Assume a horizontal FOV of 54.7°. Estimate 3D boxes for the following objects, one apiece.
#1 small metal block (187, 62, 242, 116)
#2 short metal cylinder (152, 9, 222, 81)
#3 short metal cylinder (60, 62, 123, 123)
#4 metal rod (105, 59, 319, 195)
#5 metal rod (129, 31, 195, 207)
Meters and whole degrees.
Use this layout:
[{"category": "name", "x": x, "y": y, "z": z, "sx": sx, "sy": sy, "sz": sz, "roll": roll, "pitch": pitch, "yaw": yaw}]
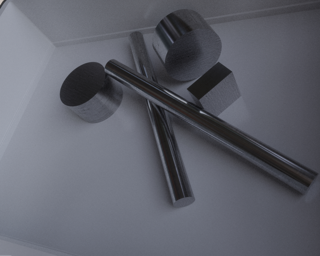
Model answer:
[{"category": "small metal block", "x": 0.068, "y": -0.044, "z": 0.380, "sx": 0.050, "sy": 0.050, "sz": 0.025, "roll": -41, "pitch": 51, "yaw": 0}, {"category": "short metal cylinder", "x": 0.036, "y": -0.111, "z": 0.419, "sx": 0.080, "sy": 0.080, "sz": 0.050, "roll": -31, "pitch": 52, "yaw": 8}, {"category": "short metal cylinder", "x": -0.104, "y": -0.054, "z": 0.476, "sx": 0.080, "sy": 0.050, "sz": 0.080, "roll": -13, "pitch": 56, "yaw": 20}, {"category": "metal rod", "x": 0.037, "y": -0.017, "z": 0.373, "sx": 0.300, "sy": 0.025, "sz": 0.025, "roll": 33, "pitch": 80, "yaw": 31}, {"category": "metal rod", "x": -0.007, "y": -0.035, "z": 0.428, "sx": 0.025, "sy": 0.025, "sz": 0.299, "roll": -25, "pitch": 53, "yaw": 12}]
